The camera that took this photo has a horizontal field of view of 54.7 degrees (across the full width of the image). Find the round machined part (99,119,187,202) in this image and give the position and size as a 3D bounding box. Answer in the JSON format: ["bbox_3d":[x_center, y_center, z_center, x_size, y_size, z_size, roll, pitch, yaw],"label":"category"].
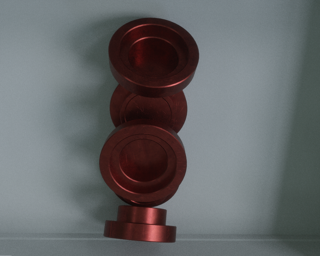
[{"bbox_3d":[-0.019,0.035,0.367,0.099,0.042,0.097,0,110,-1],"label":"round machined part"}]

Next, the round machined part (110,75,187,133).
[{"bbox_3d":[-0.014,-0.022,0.392,0.099,0.042,0.097,0,110,-1],"label":"round machined part"}]

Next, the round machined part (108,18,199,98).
[{"bbox_3d":[-0.008,-0.075,0.353,0.099,0.098,0.042,7,152,-3],"label":"round machined part"}]

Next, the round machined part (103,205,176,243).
[{"bbox_3d":[-0.026,0.132,0.430,0.099,0.098,0.042,6,73,-3],"label":"round machined part"}]

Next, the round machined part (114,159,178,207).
[{"bbox_3d":[-0.021,0.069,0.425,0.099,0.042,0.097,0,110,-1],"label":"round machined part"}]
